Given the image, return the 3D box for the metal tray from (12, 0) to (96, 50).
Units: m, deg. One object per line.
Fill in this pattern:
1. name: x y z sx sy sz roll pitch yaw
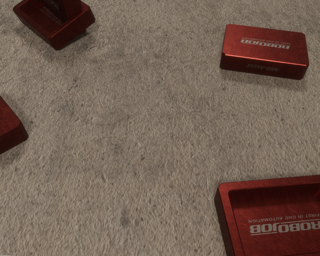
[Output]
1. metal tray: -0.190 -0.203 0.553 0.090 0.030 0.130 -44 62 -13

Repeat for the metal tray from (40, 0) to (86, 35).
1. metal tray: -0.184 -0.230 0.550 0.030 0.089 0.130 -31 56 -26

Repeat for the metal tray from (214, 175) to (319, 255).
1. metal tray: 0.130 0.098 0.319 0.131 0.030 0.090 -4 50 -4

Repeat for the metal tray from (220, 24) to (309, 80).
1. metal tray: 0.169 -0.127 0.509 0.131 0.030 0.090 10 51 7

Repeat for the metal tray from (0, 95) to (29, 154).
1. metal tray: -0.249 0.011 0.388 0.131 0.030 0.090 -34 58 -26
